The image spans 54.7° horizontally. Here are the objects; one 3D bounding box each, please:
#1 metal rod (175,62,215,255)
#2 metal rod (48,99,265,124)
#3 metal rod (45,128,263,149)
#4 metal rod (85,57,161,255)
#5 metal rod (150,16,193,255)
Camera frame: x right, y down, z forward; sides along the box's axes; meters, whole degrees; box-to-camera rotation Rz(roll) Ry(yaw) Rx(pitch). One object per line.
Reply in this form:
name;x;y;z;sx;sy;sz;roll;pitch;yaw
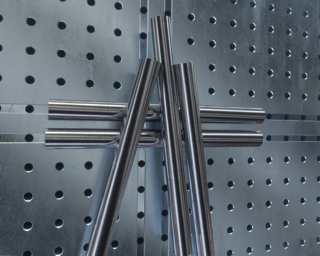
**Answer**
metal rod;0.050;0.065;0.412;0.025;0.025;0.298;-11;101;-20
metal rod;0.010;-0.020;0.418;0.303;0.025;0.025;1;90;-21
metal rod;0.007;0.014;0.417;0.303;0.025;0.025;1;90;-21
metal rod;-0.052;0.063;0.375;0.025;0.025;0.298;15;92;-20
metal rod;0.015;0.012;0.393;0.025;0.025;0.298;-7;93;-20
